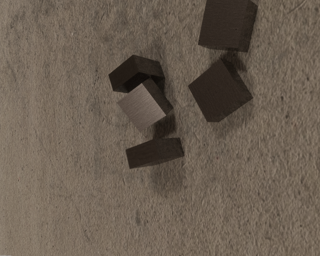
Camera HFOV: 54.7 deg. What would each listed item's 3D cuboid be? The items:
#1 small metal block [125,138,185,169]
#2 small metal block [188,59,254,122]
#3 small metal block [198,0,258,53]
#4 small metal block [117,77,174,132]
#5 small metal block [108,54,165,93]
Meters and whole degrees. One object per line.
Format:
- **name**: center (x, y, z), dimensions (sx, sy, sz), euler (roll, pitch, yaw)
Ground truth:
- **small metal block**: center (-0.006, 0.032, 0.392), dimensions (0.050, 0.050, 0.025), euler (-22, 76, 37)
- **small metal block**: center (0.067, -0.041, 0.348), dimensions (0.050, 0.025, 0.050), euler (-38, 67, 33)
- **small metal block**: center (0.074, -0.113, 0.342), dimensions (0.050, 0.025, 0.050), euler (17, 101, 38)
- **small metal block**: center (-0.020, -0.030, 0.406), dimensions (0.050, 0.025, 0.050), euler (-32, 99, 35)
- **small metal block**: center (-0.031, -0.069, 0.412), dimensions (0.050, 0.050, 0.025), euler (-30, 71, 36)
